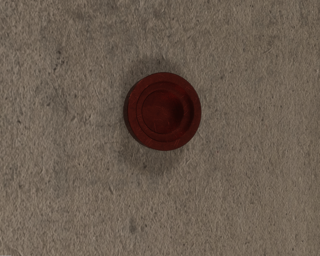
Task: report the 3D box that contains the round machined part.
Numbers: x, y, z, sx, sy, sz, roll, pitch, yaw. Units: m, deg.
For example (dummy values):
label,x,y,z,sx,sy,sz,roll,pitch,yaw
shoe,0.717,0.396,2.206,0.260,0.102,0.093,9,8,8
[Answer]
label,x,y,z,sx,sy,sz,roll,pitch,yaw
round machined part,0.000,-0.021,0.401,0.099,0.042,0.097,0,90,-21
